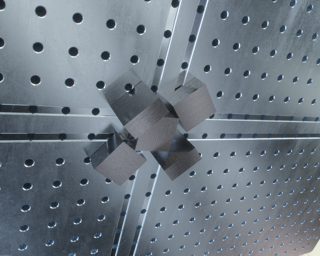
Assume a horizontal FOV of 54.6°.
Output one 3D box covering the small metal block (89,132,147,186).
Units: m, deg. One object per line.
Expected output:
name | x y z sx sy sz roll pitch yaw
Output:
small metal block | -0.054 0.041 0.406 0.050 0.025 0.050 -44 130 2

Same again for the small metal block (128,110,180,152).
small metal block | -0.008 0.003 0.407 0.050 0.025 0.050 4 115 -29

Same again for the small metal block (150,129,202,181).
small metal block | 0.021 0.037 0.428 0.050 0.050 0.025 -36 129 -4

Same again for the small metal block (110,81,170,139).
small metal block | -0.025 -0.022 0.367 0.050 0.050 0.025 -39 130 -1

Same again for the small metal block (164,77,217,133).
small metal block | 0.042 -0.031 0.414 0.050 0.025 0.050 -34 129 -5
